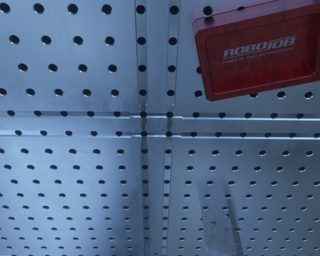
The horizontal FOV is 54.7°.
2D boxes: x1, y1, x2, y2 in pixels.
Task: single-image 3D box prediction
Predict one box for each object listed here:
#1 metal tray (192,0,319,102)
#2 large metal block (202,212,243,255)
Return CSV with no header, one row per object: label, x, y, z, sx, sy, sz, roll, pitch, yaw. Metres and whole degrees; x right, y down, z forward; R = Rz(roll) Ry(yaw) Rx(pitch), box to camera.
metal tray,0.108,-0.084,0.337,0.131,0.030,0.090,-11,130,8
large metal block,0.116,0.212,0.557,0.050,0.080,0.080,-18,128,14
